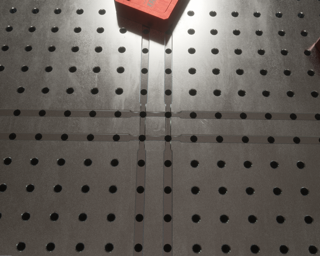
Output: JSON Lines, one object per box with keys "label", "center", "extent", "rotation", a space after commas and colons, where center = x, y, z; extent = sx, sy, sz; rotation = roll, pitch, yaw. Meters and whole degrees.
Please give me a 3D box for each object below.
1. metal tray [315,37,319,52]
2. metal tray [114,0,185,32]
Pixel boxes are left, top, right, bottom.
{"label": "metal tray", "center": [0.312, -0.117, 0.455], "extent": [0.131, 0.030, 0.090], "rotation": [-18, 71, -7]}
{"label": "metal tray", "center": [-0.003, -0.223, 0.490], "extent": [0.090, 0.030, 0.130], "rotation": [24, 71, 8]}
